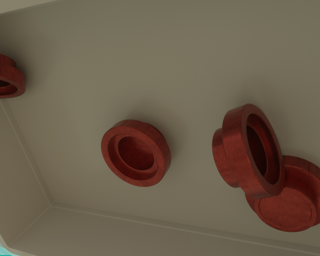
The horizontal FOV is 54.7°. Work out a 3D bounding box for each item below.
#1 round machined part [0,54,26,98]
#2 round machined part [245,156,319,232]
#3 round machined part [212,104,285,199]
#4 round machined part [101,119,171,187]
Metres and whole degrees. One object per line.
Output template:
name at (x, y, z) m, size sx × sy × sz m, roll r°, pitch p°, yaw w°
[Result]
round machined part at (-0.251, -0.080, 0.458) m, size 0.098 × 0.098 × 0.042 m, roll -12°, pitch 73°, yaw 33°
round machined part at (0.151, 0.085, 0.370) m, size 0.098 × 0.042 × 0.097 m, roll 13°, pitch 124°, yaw 21°
round machined part at (0.091, 0.026, 0.330) m, size 0.042 × 0.098 × 0.098 m, roll -22°, pitch 107°, yaw 36°
round machined part at (-0.029, 0.031, 0.432) m, size 0.098 × 0.042 × 0.097 m, roll 13°, pitch 124°, yaw 21°
